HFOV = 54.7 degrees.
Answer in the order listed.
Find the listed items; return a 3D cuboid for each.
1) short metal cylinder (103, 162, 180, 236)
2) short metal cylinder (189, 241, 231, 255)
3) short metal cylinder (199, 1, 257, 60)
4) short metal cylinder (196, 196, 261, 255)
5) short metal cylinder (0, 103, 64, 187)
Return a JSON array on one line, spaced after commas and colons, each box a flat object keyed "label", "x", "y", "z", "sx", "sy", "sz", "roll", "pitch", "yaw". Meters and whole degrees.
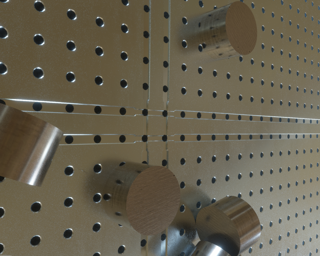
[{"label": "short metal cylinder", "x": -0.022, "y": 0.083, "z": 0.377, "sx": 0.081, "sy": 0.050, "sz": 0.079, "roll": 0, "pitch": 90, "yaw": -40}, {"label": "short metal cylinder", "x": 0.072, "y": 0.207, "z": 0.437, "sx": 0.050, "sy": 0.080, "sz": 0.080, "roll": -43, "pitch": 116, "yaw": -32}, {"label": "short metal cylinder", "x": 0.108, "y": -0.150, "z": 0.486, "sx": 0.081, "sy": 0.050, "sz": 0.079, "roll": 0, "pitch": 90, "yaw": -40}, {"label": "short metal cylinder", "x": 0.100, "y": 0.148, "z": 0.461, "sx": 0.050, "sy": 0.080, "sz": 0.079, "roll": -13, "pitch": 98, "yaw": -40}, {"label": "short metal cylinder", "x": -0.131, "y": 0.013, "z": 0.264, "sx": 0.080, "sy": 0.080, "sz": 0.050, "roll": 30, "pitch": 72, "yaw": -37}]
